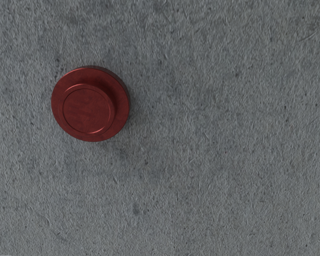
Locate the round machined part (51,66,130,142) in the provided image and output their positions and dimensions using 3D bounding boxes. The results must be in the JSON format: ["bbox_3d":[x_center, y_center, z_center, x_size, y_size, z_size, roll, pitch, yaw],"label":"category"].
[{"bbox_3d":[-0.088,-0.027,0.390,0.099,0.042,0.097,0,110,0],"label":"round machined part"}]
